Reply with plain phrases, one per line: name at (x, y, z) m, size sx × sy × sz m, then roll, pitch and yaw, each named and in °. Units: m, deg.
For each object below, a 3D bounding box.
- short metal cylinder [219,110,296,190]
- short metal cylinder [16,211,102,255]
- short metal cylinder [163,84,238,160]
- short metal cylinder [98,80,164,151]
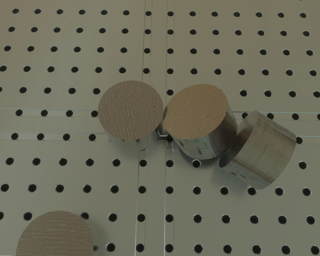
short metal cylinder at (0.114, 0.026, 0.370) m, size 0.050 × 0.080 × 0.080 m, roll 31°, pitch 73°, yaw 0°
short metal cylinder at (-0.110, 0.136, 0.348) m, size 0.081 × 0.050 × 0.080 m, roll 0°, pitch 70°, yaw 0°
short metal cylinder at (0.050, -0.008, 0.384) m, size 0.080 × 0.050 × 0.080 m, roll -14°, pitch 52°, yaw 19°
short metal cylinder at (-0.036, -0.015, 0.403) m, size 0.081 × 0.050 × 0.080 m, roll 0°, pitch 70°, yaw 0°
